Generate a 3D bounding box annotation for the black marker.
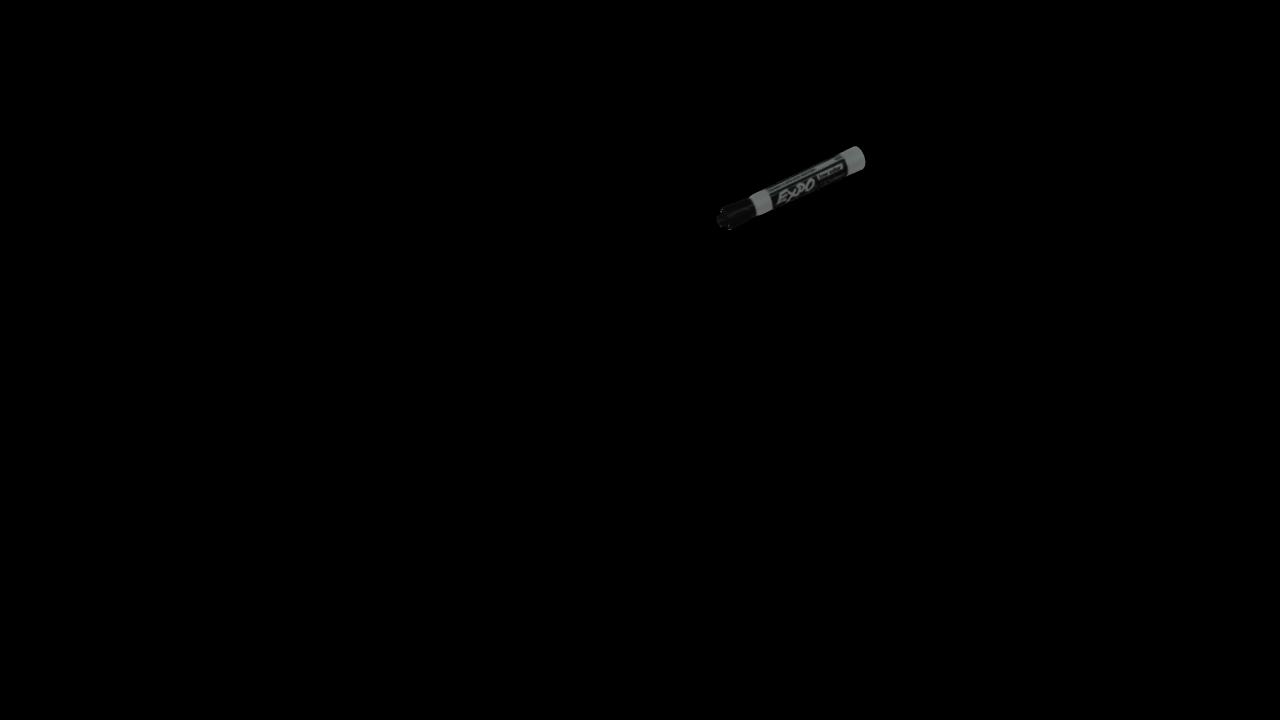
[{"bbox_3d":[0.115,-0.131,0.474,0.121,0.020,0.020,-25,1,-2],"label":"black marker"}]
